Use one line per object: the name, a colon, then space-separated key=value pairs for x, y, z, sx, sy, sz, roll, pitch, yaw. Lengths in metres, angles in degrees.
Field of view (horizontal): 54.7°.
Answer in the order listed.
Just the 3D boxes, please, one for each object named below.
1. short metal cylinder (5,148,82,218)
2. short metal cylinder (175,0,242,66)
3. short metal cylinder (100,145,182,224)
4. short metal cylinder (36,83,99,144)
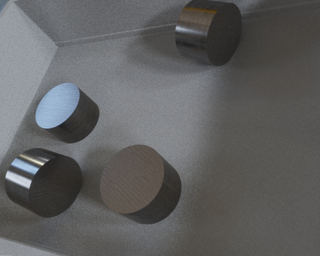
short metal cylinder: x=-0.151 y=0.070 z=0.407 sx=0.050 sy=0.080 sz=0.080 roll=12 pitch=68 yaw=33
short metal cylinder: x=0.066 y=-0.128 z=0.414 sx=0.050 sy=0.080 sz=0.080 roll=25 pitch=76 yaw=37
short metal cylinder: x=-0.022 y=0.066 z=0.361 sx=0.080 sy=0.050 sz=0.080 roll=-13 pitch=56 yaw=21
short metal cylinder: x=-0.142 y=-0.023 z=0.478 sx=0.080 sy=0.050 sz=0.080 roll=-13 pitch=56 yaw=21
